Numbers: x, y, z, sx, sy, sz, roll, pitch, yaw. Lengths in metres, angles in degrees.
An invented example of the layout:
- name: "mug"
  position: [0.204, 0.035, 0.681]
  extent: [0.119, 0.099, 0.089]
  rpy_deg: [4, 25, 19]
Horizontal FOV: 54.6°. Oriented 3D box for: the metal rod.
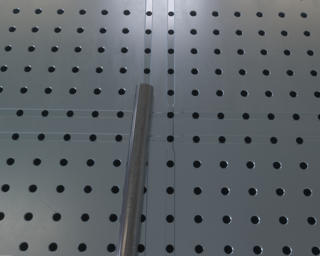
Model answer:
- name: "metal rod"
  position: [-0.033, 0.084, 0.380]
  extent: [0.025, 0.025, 0.299]
  rpy_deg: [4, 70, 2]
